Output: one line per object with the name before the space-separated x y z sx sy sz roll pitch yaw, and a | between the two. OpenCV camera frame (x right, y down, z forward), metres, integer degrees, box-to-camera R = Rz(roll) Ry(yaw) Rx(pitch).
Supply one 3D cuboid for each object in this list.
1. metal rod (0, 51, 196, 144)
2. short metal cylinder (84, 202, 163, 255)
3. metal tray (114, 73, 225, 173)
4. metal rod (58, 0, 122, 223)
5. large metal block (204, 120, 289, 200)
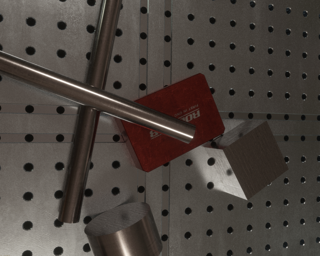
metal rod | -0.101 -0.044 0.352 0.302 0.025 0.025 20 83 -11
short metal cylinder | -0.043 0.129 0.369 0.081 0.080 0.050 -20 97 -19
metal tray | 0.014 -0.009 0.416 0.131 0.030 0.090 -25 99 -19
metal rod | -0.083 -0.036 0.382 0.025 0.025 0.298 12 86 -20
large metal block | 0.124 0.043 0.447 0.080 0.050 0.080 -31 100 -18
